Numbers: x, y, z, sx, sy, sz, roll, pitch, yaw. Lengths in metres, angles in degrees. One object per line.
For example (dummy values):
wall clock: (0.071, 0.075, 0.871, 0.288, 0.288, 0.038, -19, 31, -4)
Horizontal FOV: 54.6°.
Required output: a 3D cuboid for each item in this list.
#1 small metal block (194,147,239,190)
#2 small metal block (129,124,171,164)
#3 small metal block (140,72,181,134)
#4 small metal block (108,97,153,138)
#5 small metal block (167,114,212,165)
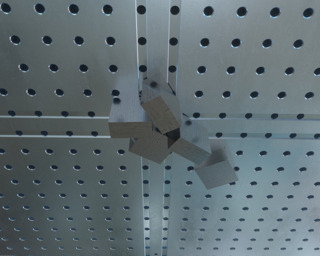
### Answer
small metal block: (0.084, 0.062, 0.465, 0.050, 0.025, 0.050, -21, 127, 17)
small metal block: (-0.008, 0.017, 0.426, 0.050, 0.025, 0.050, 25, 126, -20)
small metal block: (0.002, -0.030, 0.370, 0.025, 0.050, 0.050, -23, 126, 18)
small metal block: (-0.034, -0.014, 0.383, 0.050, 0.050, 0.025, -1, 130, 1)
small metal block: (0.037, 0.014, 0.407, 0.050, 0.050, 0.025, 29, 124, -22)
